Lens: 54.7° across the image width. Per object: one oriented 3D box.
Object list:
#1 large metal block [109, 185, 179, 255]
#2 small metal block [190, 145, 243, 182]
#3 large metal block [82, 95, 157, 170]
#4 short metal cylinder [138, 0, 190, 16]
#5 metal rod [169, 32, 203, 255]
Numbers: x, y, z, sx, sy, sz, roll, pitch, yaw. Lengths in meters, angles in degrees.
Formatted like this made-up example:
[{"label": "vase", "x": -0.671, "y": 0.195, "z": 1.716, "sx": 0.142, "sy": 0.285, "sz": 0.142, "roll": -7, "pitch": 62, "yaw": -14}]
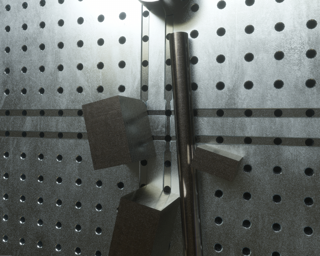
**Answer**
[{"label": "large metal block", "x": -0.017, "y": 0.124, "z": 0.389, "sx": 0.050, "sy": 0.080, "sz": 0.079, "roll": 14, "pitch": 95, "yaw": 19}, {"label": "small metal block", "x": 0.070, "y": 0.041, "z": 0.374, "sx": 0.050, "sy": 0.050, "sz": 0.025, "roll": 19, "pitch": 96, "yaw": 18}, {"label": "large metal block", "x": -0.050, "y": 0.006, "z": 0.400, "sx": 0.050, "sy": 0.080, "sz": 0.080, "roll": -13, "pitch": 86, "yaw": 19}, {"label": "short metal cylinder", "x": 0.001, "y": -0.193, "z": 0.398, "sx": 0.080, "sy": 0.050, "sz": 0.079, "roll": 0, "pitch": 90, "yaw": 19}, {"label": "metal rod", "x": 0.034, "y": 0.027, "z": 0.399, "sx": 0.025, "sy": 0.025, "sz": 0.298, "roll": -4, "pitch": 89, "yaw": 19}]
